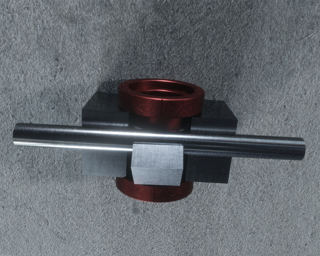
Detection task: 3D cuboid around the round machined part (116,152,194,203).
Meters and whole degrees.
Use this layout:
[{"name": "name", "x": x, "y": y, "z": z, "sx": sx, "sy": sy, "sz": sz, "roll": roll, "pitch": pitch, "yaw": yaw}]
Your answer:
[{"name": "round machined part", "x": -0.005, "y": 0.051, "z": 0.391, "sx": 0.099, "sy": 0.098, "sz": 0.042, "roll": 4, "pitch": 105, "yaw": -2}]

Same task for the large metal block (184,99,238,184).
[{"name": "large metal block", "x": 0.057, "y": 0.013, "z": 0.387, "sx": 0.050, "sy": 0.080, "sz": 0.079, "roll": 4, "pitch": 110, "yaw": -1}]

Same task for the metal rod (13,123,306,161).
[{"name": "metal rod", "x": 0.001, "y": 0.015, "z": 0.331, "sx": 0.302, "sy": 0.025, "sz": 0.025, "roll": 3, "pitch": 110, "yaw": -2}]

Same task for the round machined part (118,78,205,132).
[{"name": "round machined part", "x": 0.001, "y": -0.027, "z": 0.362, "sx": 0.099, "sy": 0.098, "sz": 0.042, "roll": 4, "pitch": 111, "yaw": -2}]

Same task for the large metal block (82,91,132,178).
[{"name": "large metal block", "x": -0.062, "y": 0.005, "z": 0.383, "sx": 0.050, "sy": 0.080, "sz": 0.079, "roll": 4, "pitch": 110, "yaw": -2}]

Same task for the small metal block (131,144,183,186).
[{"name": "small metal block", "x": -0.002, "y": 0.040, "z": 0.326, "sx": 0.050, "sy": 0.025, "sz": 0.050, "roll": 2, "pitch": 151, "yaw": 1}]
